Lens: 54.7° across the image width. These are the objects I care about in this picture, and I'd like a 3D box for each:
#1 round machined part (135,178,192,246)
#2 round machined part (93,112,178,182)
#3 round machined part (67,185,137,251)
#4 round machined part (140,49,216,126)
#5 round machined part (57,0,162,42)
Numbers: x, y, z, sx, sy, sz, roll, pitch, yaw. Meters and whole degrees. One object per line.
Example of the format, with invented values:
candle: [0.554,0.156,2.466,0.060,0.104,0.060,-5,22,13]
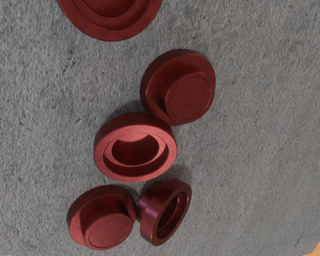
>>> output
round machined part: [0.002,0.117,0.453,0.099,0.042,0.097,-38,140,-39]
round machined part: [-0.031,0.019,0.379,0.099,0.042,0.097,-6,132,-7]
round machined part: [-0.077,0.132,0.435,0.099,0.042,0.097,-14,124,-21]
round machined part: [0.028,-0.044,0.384,0.099,0.042,0.097,-14,124,-21]
round machined part: [-0.049,-0.134,0.286,0.099,0.042,0.097,-14,124,-21]
